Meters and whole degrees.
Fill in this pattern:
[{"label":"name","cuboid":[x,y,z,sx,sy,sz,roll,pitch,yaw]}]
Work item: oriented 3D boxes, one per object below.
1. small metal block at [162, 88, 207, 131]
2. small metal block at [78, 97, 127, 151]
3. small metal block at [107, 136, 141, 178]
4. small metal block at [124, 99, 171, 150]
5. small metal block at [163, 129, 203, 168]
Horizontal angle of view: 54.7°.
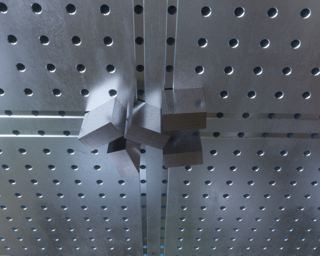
[{"label":"small metal block","cuboid":[0.028,-0.023,0.376,0.050,0.050,0.025,-3,130,2]},{"label":"small metal block","cuboid":[-0.071,-0.005,0.390,0.050,0.050,0.025,-26,126,20]},{"label":"small metal block","cuboid":[-0.047,0.031,0.421,0.025,0.050,0.050,-14,129,11]},{"label":"small metal block","cuboid":[-0.015,-0.005,0.391,0.050,0.050,0.025,19,128,-16]},{"label":"small metal block","cuboid":[0.030,0.025,0.417,0.050,0.050,0.025,-6,130,4]}]
